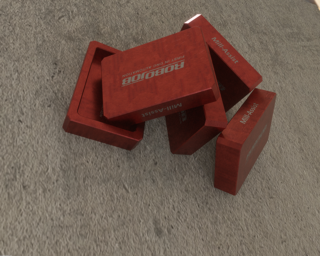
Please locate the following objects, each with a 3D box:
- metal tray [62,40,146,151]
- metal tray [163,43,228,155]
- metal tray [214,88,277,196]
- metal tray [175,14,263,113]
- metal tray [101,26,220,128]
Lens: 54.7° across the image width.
[{"bbox_3d":[-0.062,-0.044,0.397,0.091,0.030,0.130,18,54,-18],"label":"metal tray"},{"bbox_3d":[0.038,-0.040,0.411,0.030,0.090,0.130,6,60,-26],"label":"metal tray"},{"bbox_3d":[0.116,0.016,0.418,0.030,0.089,0.131,20,45,28],"label":"metal tray"},{"bbox_3d":[0.076,-0.091,0.459,0.030,0.090,0.130,-41,85,-25],"label":"metal tray"},{"bbox_3d":[-0.004,-0.059,0.368,0.130,0.030,0.090,-15,62,13],"label":"metal tray"}]
